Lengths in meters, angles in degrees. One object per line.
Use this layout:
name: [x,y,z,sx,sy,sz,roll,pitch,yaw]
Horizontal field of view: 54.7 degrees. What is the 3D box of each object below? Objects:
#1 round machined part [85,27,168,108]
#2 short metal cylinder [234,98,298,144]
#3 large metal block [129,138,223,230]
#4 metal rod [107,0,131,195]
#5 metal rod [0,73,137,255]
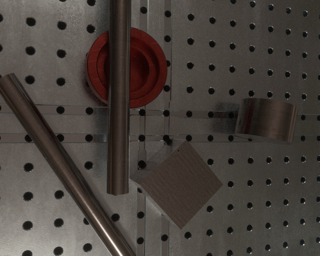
round machined part: [-0.044,-0.072,0.388,0.099,0.042,0.097,0,90,-21]
short metal cylinder: [0.150,-0.008,0.440,0.081,0.080,0.050,13,86,-20]
large metal block: [0.021,0.070,0.408,0.080,0.050,0.080,-43,104,-15]
metal rod: [-0.046,-0.076,0.351,0.025,0.025,0.298,1,90,-20]
metal rod: [-0.101,0.071,0.376,0.025,0.025,0.299,-34,101,-17]
